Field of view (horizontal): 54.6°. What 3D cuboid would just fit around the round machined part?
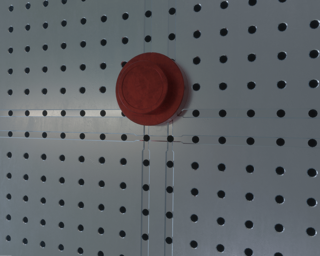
[{"bbox_3d":[-0.016,-0.052,0.409,0.098,0.042,0.097,0,90,20],"label":"round machined part"}]
